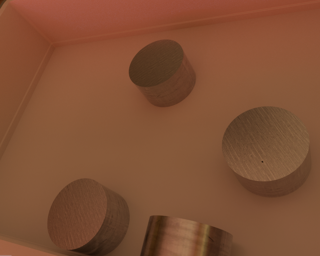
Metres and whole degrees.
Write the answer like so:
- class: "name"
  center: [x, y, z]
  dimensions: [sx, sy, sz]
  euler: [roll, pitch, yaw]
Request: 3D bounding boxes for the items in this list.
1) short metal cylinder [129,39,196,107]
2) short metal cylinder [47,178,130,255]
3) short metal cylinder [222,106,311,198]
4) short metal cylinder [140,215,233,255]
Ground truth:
- class: "short metal cylinder"
  center: [0.004, -0.076, 0.433]
  dimensions: [0.080, 0.050, 0.080]
  euler: [-13, 56, 20]
- class: "short metal cylinder"
  center: [-0.084, 0.106, 0.367]
  dimensions: [0.080, 0.050, 0.080]
  euler: [-13, 56, 20]
- class: "short metal cylinder"
  center: [0.110, 0.025, 0.317]
  dimensions: [0.080, 0.050, 0.080]
  euler: [-13, 56, 20]
- class: "short metal cylinder"
  center: [0.023, 0.117, 0.286]
  dimensions: [0.080, 0.080, 0.050]
  euler: [1, 62, 28]
